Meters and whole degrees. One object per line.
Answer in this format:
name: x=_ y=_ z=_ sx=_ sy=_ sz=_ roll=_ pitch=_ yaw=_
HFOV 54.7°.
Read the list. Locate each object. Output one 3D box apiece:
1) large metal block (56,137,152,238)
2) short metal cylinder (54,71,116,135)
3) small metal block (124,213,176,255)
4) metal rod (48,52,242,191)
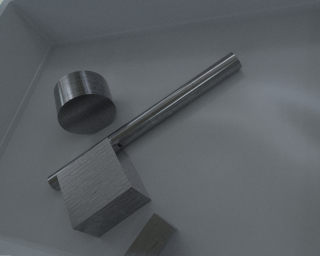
large metal block: x=-0.070 y=0.073 z=0.380 sx=0.080 sy=0.050 sz=0.080 roll=-36 pitch=51 yaw=4
short metal cylinder: x=-0.109 y=-0.036 z=0.447 sx=0.080 sy=0.080 sz=0.050 roll=-30 pitch=52 yaw=9
small metal block: x=-0.008 y=0.116 z=0.317 sx=0.025 sy=0.050 sz=0.050 roll=34 pitch=78 yaw=14
metal rod: x=-0.024 y=-0.006 z=0.420 sx=0.300 sy=0.025 sz=0.025 roll=-34 pitch=52 yaw=5
